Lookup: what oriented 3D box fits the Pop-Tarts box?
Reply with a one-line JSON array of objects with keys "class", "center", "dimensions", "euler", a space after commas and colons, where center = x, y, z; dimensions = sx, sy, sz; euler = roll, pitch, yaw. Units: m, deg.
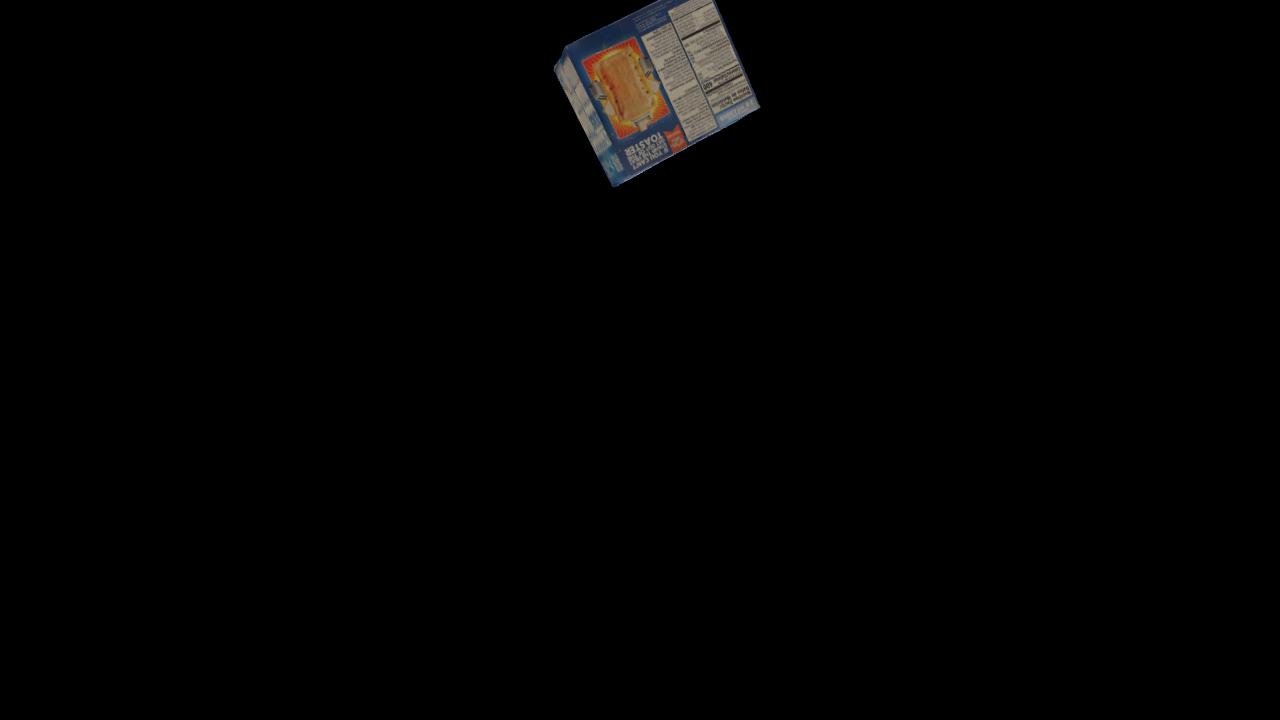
[{"class": "Pop-Tarts box", "center": [0.017, -0.292, 0.662], "dimensions": [0.167, 0.141, 0.083], "euler": [-31, 15, -8]}]
